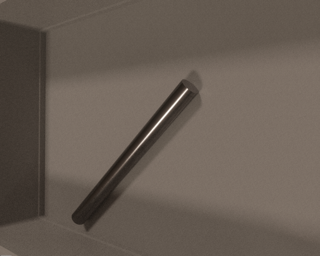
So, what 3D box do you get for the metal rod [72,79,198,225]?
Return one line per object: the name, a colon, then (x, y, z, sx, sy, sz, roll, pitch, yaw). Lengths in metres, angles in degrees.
metal rod: (-0.049, 0.050, 0.445, 0.298, 0.025, 0.025, -49, 61, 28)
